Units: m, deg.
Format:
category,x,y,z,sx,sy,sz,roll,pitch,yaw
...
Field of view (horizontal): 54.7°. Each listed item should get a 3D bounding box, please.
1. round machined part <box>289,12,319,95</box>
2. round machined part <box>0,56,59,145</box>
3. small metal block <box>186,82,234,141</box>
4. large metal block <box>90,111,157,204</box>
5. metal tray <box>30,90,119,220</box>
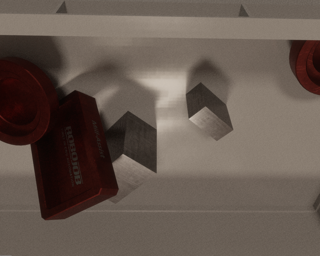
category,x,y,z,sx,sy,sz,roll,pitch,yaw
round machined part,0.187,-0.086,0.328,0.099,0.042,0.097,-1,130,0
round machined part,-0.160,-0.033,0.353,0.098,0.042,0.097,5,112,11
small metal block,0.059,-0.020,0.377,0.050,0.050,0.025,36,121,-27
large metal block,-0.050,0.038,0.405,0.050,0.080,0.080,35,122,-26
metal tray,-0.107,0.032,0.367,0.090,0.130,0.030,-28,155,21
